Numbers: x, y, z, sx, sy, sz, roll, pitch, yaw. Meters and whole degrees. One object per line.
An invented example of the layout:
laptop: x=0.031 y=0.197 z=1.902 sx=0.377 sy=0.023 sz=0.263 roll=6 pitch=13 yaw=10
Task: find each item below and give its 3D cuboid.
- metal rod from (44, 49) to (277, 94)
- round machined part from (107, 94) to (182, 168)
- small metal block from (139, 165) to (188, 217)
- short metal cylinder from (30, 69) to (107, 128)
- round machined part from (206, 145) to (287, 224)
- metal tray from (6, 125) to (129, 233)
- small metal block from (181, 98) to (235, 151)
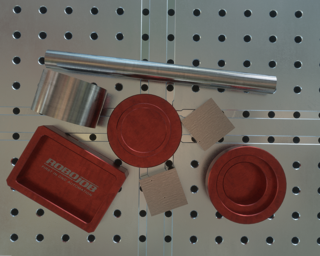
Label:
metal rod: x=0.001 y=-0.075 z=0.413 sx=0.302 sy=0.025 sz=0.025 roll=7 pitch=90 yaw=0
round machined part: x=-0.020 y=0.003 z=0.404 sx=0.099 sy=0.042 sz=0.097 roll=0 pitch=87 yaw=0
small metal block: x=0.005 y=0.083 z=0.413 sx=0.050 sy=0.025 sz=0.050 roll=-19 pitch=90 yaw=0
short metal cylinder: x=-0.111 y=-0.035 z=0.385 sx=0.080 sy=0.080 sz=0.050 roll=18 pitch=90 yaw=0
round machined part: x=0.109 y=0.071 z=0.406 sx=0.099 sy=0.042 sz=0.097 roll=0 pitch=90 yaw=0
metal tray: x=-0.120 y=0.065 z=0.409 sx=0.130 sy=0.030 sz=0.090 roll=31 pitch=90 yaw=0
small metal block: x=0.062 y=-0.005 z=0.414 sx=0.050 sy=0.025 sz=0.050 roll=-38 pitch=90 yaw=0
